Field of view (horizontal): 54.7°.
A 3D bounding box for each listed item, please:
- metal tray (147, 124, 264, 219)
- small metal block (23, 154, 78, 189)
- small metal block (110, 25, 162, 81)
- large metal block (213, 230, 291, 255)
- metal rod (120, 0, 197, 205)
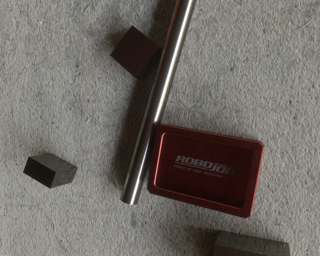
[{"bbox_3d":[0.055,0.050,0.386,0.130,0.030,0.089,11,93,19],"label":"metal tray"},{"bbox_3d":[-0.158,0.061,0.450,0.050,0.050,0.025,25,98,18],"label":"small metal block"},{"bbox_3d":[-0.030,-0.101,0.419,0.050,0.025,0.050,43,103,14],"label":"small metal block"},{"bbox_3d":[0.104,0.173,0.359,0.080,0.050,0.079,5,92,19],"label":"large metal block"},{"bbox_3d":[-0.001,-0.043,0.408,0.025,0.025,0.298,18,96,19],"label":"metal rod"}]
